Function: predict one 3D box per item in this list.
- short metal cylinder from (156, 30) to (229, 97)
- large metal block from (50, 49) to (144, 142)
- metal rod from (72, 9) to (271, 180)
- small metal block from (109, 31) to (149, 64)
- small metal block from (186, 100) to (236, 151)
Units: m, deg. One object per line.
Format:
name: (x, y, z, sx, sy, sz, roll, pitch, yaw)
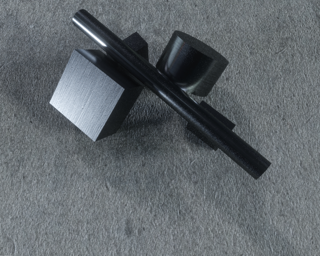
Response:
short metal cylinder: (0.042, -0.084, 0.405, 0.080, 0.080, 0.050, 37, 115, 12)
large metal block: (-0.080, -0.043, 0.392, 0.080, 0.050, 0.080, 39, 115, 12)
metal rod: (0.004, -0.049, 0.374, 0.300, 0.025, 0.025, 41, 75, 13)
small metal block: (-0.044, -0.098, 0.432, 0.050, 0.050, 0.025, -37, 75, -13)
small metal block: (0.063, -0.002, 0.394, 0.050, 0.050, 0.025, 39, 75, 12)
